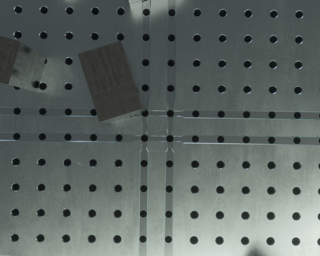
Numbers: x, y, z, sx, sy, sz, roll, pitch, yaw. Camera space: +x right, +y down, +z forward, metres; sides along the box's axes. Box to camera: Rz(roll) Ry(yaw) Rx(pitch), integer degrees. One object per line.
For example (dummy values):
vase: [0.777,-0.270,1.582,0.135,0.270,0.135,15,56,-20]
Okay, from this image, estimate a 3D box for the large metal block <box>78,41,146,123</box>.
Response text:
large metal block: [-0.056,-0.052,0.386,0.050,0.080,0.080,-18,90,0]

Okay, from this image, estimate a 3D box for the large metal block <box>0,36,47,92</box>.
large metal block: [-0.201,-0.083,0.385,0.080,0.080,0.050,15,90,0]

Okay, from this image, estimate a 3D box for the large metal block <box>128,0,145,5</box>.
large metal block: [-0.017,-0.219,0.401,0.080,0.050,0.080,-19,90,0]
